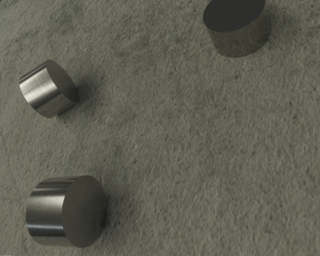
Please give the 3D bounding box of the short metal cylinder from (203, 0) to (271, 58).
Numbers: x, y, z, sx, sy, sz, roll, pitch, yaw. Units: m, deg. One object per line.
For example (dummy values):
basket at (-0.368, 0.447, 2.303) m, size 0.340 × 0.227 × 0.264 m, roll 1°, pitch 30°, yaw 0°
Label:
short metal cylinder at (0.105, -0.143, 0.420) m, size 0.080 × 0.050 × 0.080 m, roll -13°, pitch 56°, yaw 20°

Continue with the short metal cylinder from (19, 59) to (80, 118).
short metal cylinder at (-0.175, -0.062, 0.496) m, size 0.050 × 0.080 × 0.080 m, roll -30°, pitch 52°, yaw 9°

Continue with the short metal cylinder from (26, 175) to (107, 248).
short metal cylinder at (-0.107, 0.097, 0.363) m, size 0.050 × 0.080 × 0.080 m, roll -7°, pitch 59°, yaw 24°
